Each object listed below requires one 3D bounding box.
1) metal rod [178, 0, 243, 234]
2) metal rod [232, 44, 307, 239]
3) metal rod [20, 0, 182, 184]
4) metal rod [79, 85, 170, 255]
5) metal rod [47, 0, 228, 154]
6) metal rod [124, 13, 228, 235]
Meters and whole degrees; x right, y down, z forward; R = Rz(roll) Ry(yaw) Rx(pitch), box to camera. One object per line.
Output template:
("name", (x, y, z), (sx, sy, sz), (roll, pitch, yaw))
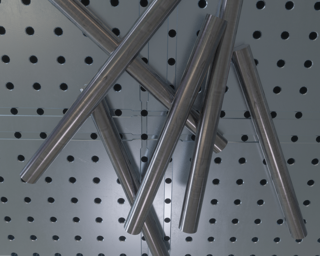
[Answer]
("metal rod", (0.061, -0.011, 0.385), (0.025, 0.025, 0.298), (9, 101, -3))
("metal rod", (0.154, 0.032, 0.426), (0.025, 0.025, 0.299), (-21, 109, 8))
("metal rod", (-0.076, -0.044, 0.368), (0.025, 0.025, 0.299), (38, 106, -13))
("metal rod", (-0.043, 0.079, 0.441), (0.025, 0.025, 0.299), (-18, 109, 6))
("metal rod", (-0.026, -0.072, 0.386), (0.300, 0.025, 0.025), (42, 105, -14))
("metal rod", (0.012, 0.010, 0.389), (0.025, 0.025, 0.298), (19, 109, -7))
